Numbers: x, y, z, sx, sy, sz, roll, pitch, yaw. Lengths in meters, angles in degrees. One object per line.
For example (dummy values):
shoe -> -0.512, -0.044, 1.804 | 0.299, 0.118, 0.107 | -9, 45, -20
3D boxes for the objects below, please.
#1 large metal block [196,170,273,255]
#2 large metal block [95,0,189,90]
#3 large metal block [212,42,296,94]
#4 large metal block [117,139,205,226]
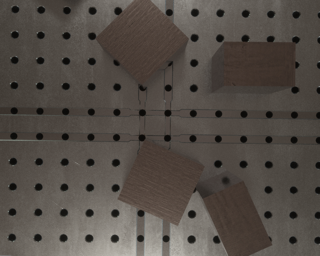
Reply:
large metal block -> 0.087, 0.105, 0.387 | 0.050, 0.080, 0.080 | -24, 90, 0
large metal block -> -0.022, -0.109, 0.401 | 0.080, 0.050, 0.080 | 45, 90, -1
large metal block -> 0.112, -0.072, 0.387 | 0.081, 0.080, 0.050 | 0, 90, -1
large metal block -> 0.001, 0.067, 0.401 | 0.080, 0.050, 0.080 | 24, 90, -1
